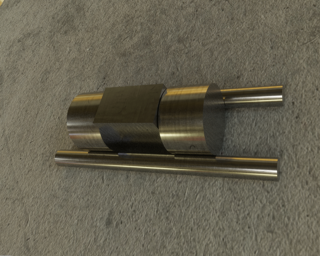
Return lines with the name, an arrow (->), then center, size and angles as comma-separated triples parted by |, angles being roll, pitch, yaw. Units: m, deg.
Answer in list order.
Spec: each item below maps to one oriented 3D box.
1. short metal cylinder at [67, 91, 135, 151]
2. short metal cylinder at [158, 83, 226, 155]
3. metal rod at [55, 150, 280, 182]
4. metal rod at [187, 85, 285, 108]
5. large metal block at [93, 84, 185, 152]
short metal cylinder -> -0.077, -0.009, 0.416 | 0.050, 0.080, 0.080 | -1, 61, 28
short metal cylinder -> 0.039, -0.010, 0.355 | 0.050, 0.080, 0.080 | -1, 61, 28
metal rod -> -0.012, 0.043, 0.386 | 0.300, 0.025, 0.025 | 0, 62, 28
metal rod -> 0.008, -0.036, 0.424 | 0.300, 0.025, 0.025 | 0, 62, 28
large metal block -> -0.020, -0.009, 0.383 | 0.080, 0.080, 0.050 | 0, 62, 28
